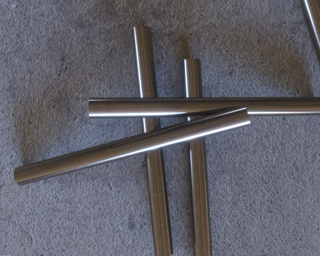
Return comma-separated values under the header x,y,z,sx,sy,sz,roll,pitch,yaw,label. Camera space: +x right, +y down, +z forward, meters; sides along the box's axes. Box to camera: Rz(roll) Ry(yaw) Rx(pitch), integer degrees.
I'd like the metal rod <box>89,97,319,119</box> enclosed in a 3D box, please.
x,y,z,sx,sy,sz,roll,pitch,yaw,label
0.066,-0.026,0.387,0.302,0.025,0.025,-1,90,-10,metal rod

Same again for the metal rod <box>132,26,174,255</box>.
x,y,z,sx,sy,sz,roll,pitch,yaw,label
-0.010,0.017,0.409,0.025,0.025,0.298,-6,90,-1,metal rod

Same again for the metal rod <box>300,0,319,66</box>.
x,y,z,sx,sy,sz,roll,pitch,yaw,label
0.245,-0.029,0.413,0.025,0.025,0.298,-18,90,0,metal rod

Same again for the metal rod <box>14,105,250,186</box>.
x,y,z,sx,sy,sz,roll,pitch,yaw,label
-0.041,0.024,0.387,0.301,0.025,0.025,-15,90,8,metal rod

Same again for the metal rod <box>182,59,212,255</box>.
x,y,z,sx,sy,sz,roll,pitch,yaw,label
0.050,0.060,0.410,0.025,0.025,0.298,-3,90,-1,metal rod
